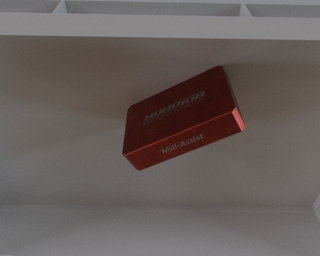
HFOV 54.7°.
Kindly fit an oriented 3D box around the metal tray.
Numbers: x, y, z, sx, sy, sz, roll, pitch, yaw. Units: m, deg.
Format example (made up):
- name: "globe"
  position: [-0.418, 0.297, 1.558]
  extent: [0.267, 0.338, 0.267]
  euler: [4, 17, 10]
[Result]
- name: "metal tray"
  position: [0.022, -0.012, 0.356]
  extent: [0.130, 0.090, 0.030]
  euler: [-23, 127, 18]
